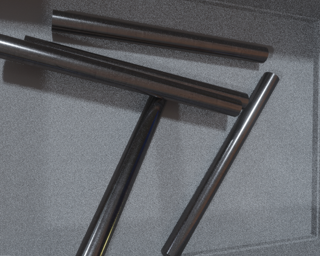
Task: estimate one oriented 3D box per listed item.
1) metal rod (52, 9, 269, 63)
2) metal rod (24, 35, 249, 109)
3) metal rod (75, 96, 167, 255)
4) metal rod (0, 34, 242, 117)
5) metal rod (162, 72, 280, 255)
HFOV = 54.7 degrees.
[{"bbox_3d":[0.015,-0.118,0.416,0.303,0.025,0.025,3,89,-21],"label":"metal rod"},{"bbox_3d":[-0.016,-0.066,0.405,0.302,0.025,0.025,11,86,-20],"label":"metal rod"},{"bbox_3d":[-0.048,0.075,0.327,0.025,0.025,0.300,34,53,-17],"label":"metal rod"},{"bbox_3d":[-0.032,-0.057,0.375,0.302,0.025,0.025,12,86,-21],"label":"metal rod"},{"bbox_3d":[0.093,0.046,0.446,0.025,0.025,0.300,36,78,-17],"label":"metal rod"}]
